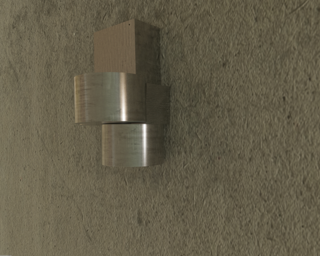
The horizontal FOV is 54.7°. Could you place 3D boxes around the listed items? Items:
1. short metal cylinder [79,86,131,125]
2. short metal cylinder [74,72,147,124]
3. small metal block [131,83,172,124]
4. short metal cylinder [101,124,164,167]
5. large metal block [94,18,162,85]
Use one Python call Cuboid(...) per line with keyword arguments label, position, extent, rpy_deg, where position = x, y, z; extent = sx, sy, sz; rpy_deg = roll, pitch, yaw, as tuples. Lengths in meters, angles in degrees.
Cuboid(label="short metal cylinder", position=(-0.071, -0.030, 0.430), extent=(0.080, 0.081, 0.050), rpy_deg=(-3, 89, 40))
Cuboid(label="short metal cylinder", position=(-0.056, -0.031, 0.352), extent=(0.080, 0.081, 0.050), rpy_deg=(-3, 89, 40))
Cuboid(label="small metal block", position=(-0.010, -0.030, 0.401), extent=(0.025, 0.050, 0.050), rpy_deg=(1, 91, 40))
Cuboid(label="short metal cylinder", position=(-0.035, 0.020, 0.401), extent=(0.080, 0.081, 0.050), rpy_deg=(0, 90, 40))
Cuboid(label="large metal block", position=(-0.045, -0.095, 0.429), extent=(0.080, 0.050, 0.080), rpy_deg=(-2, 89, 40))
